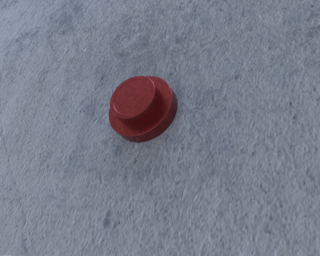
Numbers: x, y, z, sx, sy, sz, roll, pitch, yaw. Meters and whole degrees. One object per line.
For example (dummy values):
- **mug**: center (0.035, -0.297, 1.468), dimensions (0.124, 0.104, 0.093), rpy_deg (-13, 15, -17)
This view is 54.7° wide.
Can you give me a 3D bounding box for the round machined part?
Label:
- **round machined part**: center (-0.029, -0.033, 0.427), dimensions (0.098, 0.042, 0.098), rpy_deg (-13, 56, 20)
